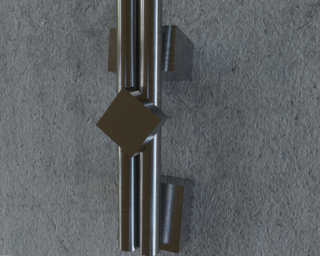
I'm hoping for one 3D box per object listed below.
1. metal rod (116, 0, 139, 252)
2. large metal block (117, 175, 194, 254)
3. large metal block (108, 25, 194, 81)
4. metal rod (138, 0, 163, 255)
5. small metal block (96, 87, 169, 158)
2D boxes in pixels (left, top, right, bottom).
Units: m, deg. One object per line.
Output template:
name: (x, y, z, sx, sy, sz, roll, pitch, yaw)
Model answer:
metal rod: (-0.035, -0.008, 0.345, 0.025, 0.025, 0.298, 3, 98, 20)
large metal block: (-0.004, 0.104, 0.398, 0.080, 0.050, 0.079, 5, 92, 20)
large metal block: (-0.008, -0.089, 0.384, 0.080, 0.080, 0.050, 4, 91, 20)
metal rod: (-0.011, -0.007, 0.336, 0.025, 0.025, 0.298, 3, 98, 20)
small metal block: (-0.028, -0.007, 0.316, 0.050, 0.025, 0.050, 41, 109, 9)
